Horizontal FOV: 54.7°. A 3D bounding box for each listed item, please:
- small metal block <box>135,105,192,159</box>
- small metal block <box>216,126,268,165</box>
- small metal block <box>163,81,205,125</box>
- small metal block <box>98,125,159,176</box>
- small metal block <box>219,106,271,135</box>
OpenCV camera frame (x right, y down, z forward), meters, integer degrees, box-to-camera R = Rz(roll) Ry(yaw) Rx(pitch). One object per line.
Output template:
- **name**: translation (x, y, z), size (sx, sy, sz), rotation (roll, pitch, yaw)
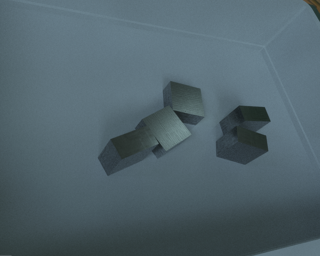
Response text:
- **small metal block**: translation (0.005, 0.005, 0.407), size (0.050, 0.025, 0.050), rotation (-30, 79, -38)
- **small metal block**: translation (0.115, 0.026, 0.438), size (0.050, 0.050, 0.025), rotation (17, 55, -19)
- **small metal block**: translation (0.033, -0.035, 0.447), size (0.050, 0.025, 0.050), rotation (11, 57, -23)
- **small metal block**: translation (-0.037, 0.026, 0.355), size (0.050, 0.050, 0.025), rotation (-21, 74, -36)
- **small metal block**: translation (0.127, -0.009, 0.466), size (0.050, 0.050, 0.025), rotation (1, 62, -28)
